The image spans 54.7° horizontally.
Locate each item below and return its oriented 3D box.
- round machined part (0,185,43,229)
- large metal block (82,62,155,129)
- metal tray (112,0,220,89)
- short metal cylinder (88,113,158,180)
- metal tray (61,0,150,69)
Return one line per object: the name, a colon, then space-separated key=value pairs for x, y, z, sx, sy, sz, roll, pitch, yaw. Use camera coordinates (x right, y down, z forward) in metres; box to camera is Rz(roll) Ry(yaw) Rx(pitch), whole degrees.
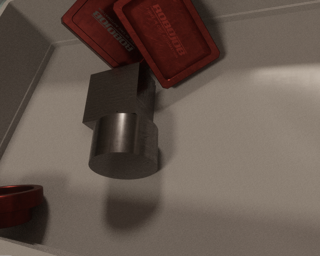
round machined part: x=-0.206 y=0.104 z=0.409 sx=0.098 sy=0.098 sz=0.042 roll=-4 pitch=88 yaw=26
large metal block: x=-0.055 y=-0.038 z=0.438 sx=0.080 sy=0.050 sz=0.080 roll=-10 pitch=61 yaw=22
metal tray: x=0.010 y=-0.130 z=0.417 sx=0.090 sy=0.130 sz=0.030 roll=-31 pitch=15 yaw=8
short metal cylinder: x=-0.043 y=0.025 z=0.376 sx=0.080 sy=0.080 sz=0.050 roll=-12 pitch=57 yaw=21
metal tray: x=-0.065 y=-0.144 z=0.456 sx=0.090 sy=0.130 sz=0.030 roll=-50 pitch=25 yaw=-3
